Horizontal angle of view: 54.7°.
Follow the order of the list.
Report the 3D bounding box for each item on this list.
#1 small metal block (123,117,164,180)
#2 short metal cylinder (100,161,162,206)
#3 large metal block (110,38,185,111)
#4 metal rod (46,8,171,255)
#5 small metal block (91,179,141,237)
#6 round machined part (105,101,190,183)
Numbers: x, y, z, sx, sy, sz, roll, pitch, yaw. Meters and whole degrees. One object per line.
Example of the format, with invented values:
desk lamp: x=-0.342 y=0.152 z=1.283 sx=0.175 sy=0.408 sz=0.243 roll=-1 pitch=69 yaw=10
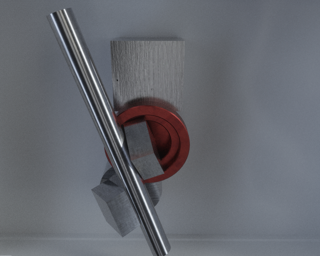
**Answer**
small metal block: x=-0.018 y=0.024 z=0.354 sx=0.025 sy=0.050 sz=0.050 roll=-19 pitch=144 yaw=3
short metal cylinder: x=-0.038 y=0.071 z=0.423 sx=0.081 sy=0.050 sz=0.079 roll=0 pitch=110 yaw=-1
large metal block: x=-0.014 y=-0.065 z=0.371 sx=0.081 sy=0.050 sz=0.079 roll=0 pitch=110 yaw=-1
metal rod: x=-0.047 y=0.022 z=0.343 sx=0.025 sy=0.025 sz=0.298 roll=-18 pitch=109 yaw=6
small metal block: x=-0.054 y=0.096 z=0.375 sx=0.025 sy=0.050 sz=0.050 roll=-29 pitch=111 yaw=-25
round machined part: x=-0.015 y=0.014 z=0.374 sx=0.099 sy=0.042 sz=0.097 roll=0 pitch=110 yaw=-1
